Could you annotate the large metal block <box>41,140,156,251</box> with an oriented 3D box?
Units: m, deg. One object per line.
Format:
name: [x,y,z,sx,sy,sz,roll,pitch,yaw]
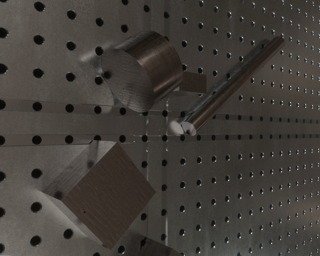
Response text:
large metal block: [-0.064,0.070,0.341,0.080,0.050,0.080,-49,119,-29]

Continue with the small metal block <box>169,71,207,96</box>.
small metal block: [0.027,-0.059,0.418,0.050,0.050,0.025,0,90,-40]

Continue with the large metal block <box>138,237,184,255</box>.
large metal block: [0.005,0.202,0.400,0.080,0.050,0.080,44,63,-31]

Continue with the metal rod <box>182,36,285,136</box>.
metal rod: [0.137,-0.084,0.526,0.302,0.025,0.025,-42,116,-32]

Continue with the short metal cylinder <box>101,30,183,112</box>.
short metal cylinder: [-0.021,-0.065,0.357,0.050,0.080,0.080,-42,116,-32]
